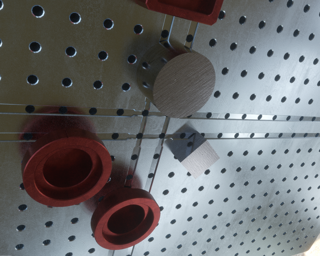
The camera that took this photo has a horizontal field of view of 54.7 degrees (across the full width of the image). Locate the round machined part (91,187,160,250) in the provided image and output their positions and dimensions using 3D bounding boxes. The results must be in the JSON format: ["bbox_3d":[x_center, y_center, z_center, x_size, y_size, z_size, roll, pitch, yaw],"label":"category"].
[{"bbox_3d":[-0.052,0.126,0.451,0.099,0.042,0.097,-14,125,-21],"label":"round machined part"}]

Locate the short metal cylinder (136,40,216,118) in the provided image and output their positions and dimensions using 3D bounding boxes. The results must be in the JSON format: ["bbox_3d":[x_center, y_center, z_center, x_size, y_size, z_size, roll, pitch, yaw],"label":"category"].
[{"bbox_3d":[0.018,-0.058,0.371,0.081,0.050,0.079,-14,124,-21],"label":"short metal cylinder"}]

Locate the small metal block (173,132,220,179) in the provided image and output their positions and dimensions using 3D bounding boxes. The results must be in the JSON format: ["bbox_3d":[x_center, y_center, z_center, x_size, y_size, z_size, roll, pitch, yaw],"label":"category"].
[{"bbox_3d":[0.056,0.042,0.470,0.050,0.025,0.050,-41,130,-1],"label":"small metal block"}]

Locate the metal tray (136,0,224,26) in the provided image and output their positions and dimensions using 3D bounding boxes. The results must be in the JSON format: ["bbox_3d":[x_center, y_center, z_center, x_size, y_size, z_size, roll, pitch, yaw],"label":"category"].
[{"bbox_3d":[0.035,-0.181,0.316,0.091,0.030,0.129,2,117,-30],"label":"metal tray"}]

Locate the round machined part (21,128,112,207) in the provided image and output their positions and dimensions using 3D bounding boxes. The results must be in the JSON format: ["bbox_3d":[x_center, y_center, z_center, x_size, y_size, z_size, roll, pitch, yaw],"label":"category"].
[{"bbox_3d":[-0.111,0.042,0.367,0.099,0.042,0.097,-14,125,-21],"label":"round machined part"}]
